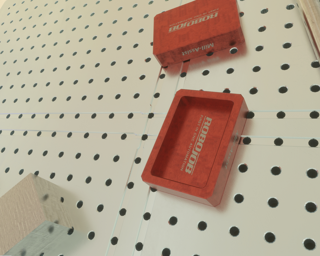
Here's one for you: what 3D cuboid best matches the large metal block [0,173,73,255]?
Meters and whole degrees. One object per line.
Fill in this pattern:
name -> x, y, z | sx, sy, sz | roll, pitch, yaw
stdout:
large metal block -> -0.174, 0.121, 0.410 | 0.080, 0.050, 0.080 | -39, 51, 1

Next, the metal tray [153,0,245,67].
metal tray -> 0.055, -0.152, 0.469 | 0.130, 0.030, 0.090 | -13, 56, 21

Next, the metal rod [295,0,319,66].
metal rod -> 0.195, -0.078, 0.353 | 0.025, 0.025, 0.299 | -14, 56, 20

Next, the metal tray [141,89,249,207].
metal tray -> 0.043, 0.018, 0.371 | 0.090, 0.030, 0.130 | 10, 66, 32
